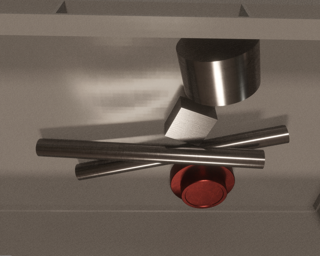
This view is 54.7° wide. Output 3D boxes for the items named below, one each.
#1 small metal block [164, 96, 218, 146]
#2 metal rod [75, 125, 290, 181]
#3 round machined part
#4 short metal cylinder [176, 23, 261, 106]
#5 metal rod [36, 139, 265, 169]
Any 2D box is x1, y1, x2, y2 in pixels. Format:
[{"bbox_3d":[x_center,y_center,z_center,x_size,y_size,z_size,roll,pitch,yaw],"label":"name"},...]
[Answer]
[{"bbox_3d":[0.039,-0.008,0.403,0.050,0.025,0.050,18,128,-15],"label":"small metal block"},{"bbox_3d":[0.025,0.037,0.441,0.301,0.025,0.025,-11,129,9],"label":"metal rod"},{"bbox_3d":[0.065,0.086,0.473,0.099,0.042,0.097,-1,130,0],"label":"round machined part"},{"bbox_3d":[0.061,-0.067,0.317,0.080,0.080,0.050,-10,130,8],"label":"short metal cylinder"},{"bbox_3d":[-0.016,0.034,0.417,0.302,0.025,0.025,3,130,5],"label":"metal rod"}]
